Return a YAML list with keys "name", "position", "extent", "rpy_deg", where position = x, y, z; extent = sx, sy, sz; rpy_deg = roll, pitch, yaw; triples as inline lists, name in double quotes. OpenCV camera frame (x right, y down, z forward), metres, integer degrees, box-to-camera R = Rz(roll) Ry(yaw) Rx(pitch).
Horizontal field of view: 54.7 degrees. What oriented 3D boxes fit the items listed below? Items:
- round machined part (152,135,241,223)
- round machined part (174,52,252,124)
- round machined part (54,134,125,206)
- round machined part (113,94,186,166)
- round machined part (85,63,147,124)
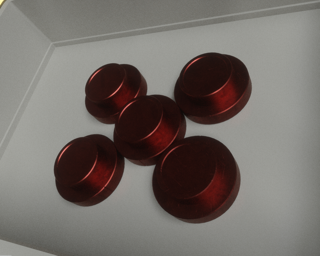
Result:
- name: "round machined part"
  position: [0.035, 0.051, 0.342]
  extent: [0.098, 0.042, 0.098]
  rpy_deg: [-13, 56, 20]
- name: "round machined part"
  position: [0.063, -0.057, 0.394]
  extent: [0.098, 0.042, 0.098]
  rpy_deg: [-13, 56, 20]
- name: "round machined part"
  position: [-0.100, 0.051, 0.413]
  extent: [0.098, 0.042, 0.098]
  rpy_deg: [-13, 56, 20]
- name: "round machined part"
  position: [-0.019, -0.003, 0.403]
  extent: [0.098, 0.042, 0.098]
  rpy_deg: [-13, 56, 20]
- name: "round machined part"
  position: [-0.072, -0.058, 0.465]
  extent: [0.098, 0.042, 0.098]
  rpy_deg: [-13, 56, 20]
